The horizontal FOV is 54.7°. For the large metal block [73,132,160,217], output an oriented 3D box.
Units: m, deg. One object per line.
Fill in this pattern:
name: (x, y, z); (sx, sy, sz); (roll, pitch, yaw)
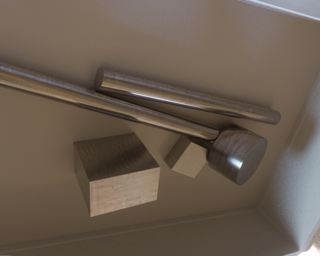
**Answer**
large metal block: (-0.055, 0.052, 0.377); (0.081, 0.080, 0.050); (-9, 122, -24)

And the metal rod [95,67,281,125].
metal rod: (0.059, -0.035, 0.420); (0.302, 0.025, 0.025); (8, 114, -33)

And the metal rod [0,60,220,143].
metal rod: (-0.040, -0.022, 0.374); (0.302, 0.025, 0.025); (15, 111, -35)

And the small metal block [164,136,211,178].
small metal block: (0.043, 0.042, 0.460); (0.050, 0.025, 0.050); (26, 104, -38)

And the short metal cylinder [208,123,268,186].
short metal cylinder: (0.118, 0.039, 0.467); (0.081, 0.050, 0.079); (-33, 139, -34)
